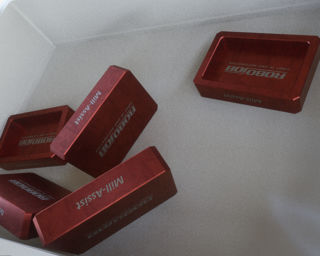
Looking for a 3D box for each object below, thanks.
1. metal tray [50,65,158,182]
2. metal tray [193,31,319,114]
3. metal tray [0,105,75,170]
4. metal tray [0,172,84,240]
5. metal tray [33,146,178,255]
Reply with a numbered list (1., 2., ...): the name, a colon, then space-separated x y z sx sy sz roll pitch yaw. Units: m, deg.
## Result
1. metal tray: -0.066 -0.003 0.398 0.030 0.090 0.130 25 75 36
2. metal tray: 0.118 -0.074 0.385 0.130 0.030 0.090 15 69 33
3. metal tray: -0.197 0.017 0.492 0.130 0.030 0.090 -7 58 24
4. metal tray: -0.165 0.091 0.389 0.130 0.090 0.030 15 95 33
5. metal tray: -0.048 0.078 0.320 0.131 0.090 0.030 -31 63 -8
